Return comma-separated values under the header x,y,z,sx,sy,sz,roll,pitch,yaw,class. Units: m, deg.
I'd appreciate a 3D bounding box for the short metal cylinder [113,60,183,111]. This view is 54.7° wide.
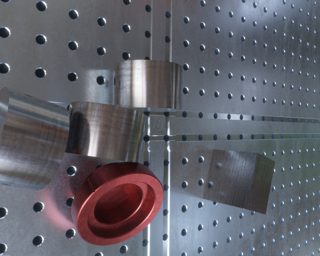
x,y,z,sx,sy,sz,roll,pitch,yaw,class
-0.014,-0.046,0.362,0.081,0.080,0.050,1,90,-40,short metal cylinder

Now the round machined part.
x,y,z,sx,sy,sz,roll,pitch,yaw,class
-0.049,0.077,0.340,0.099,0.042,0.097,-17,127,-24,round machined part

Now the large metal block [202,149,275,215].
x,y,z,sx,sy,sz,roll,pitch,yaw,class
0.120,0.080,0.474,0.050,0.080,0.080,24,75,-38,large metal block

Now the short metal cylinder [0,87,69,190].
x,y,z,sx,sy,sz,roll,pitch,yaw,class
-0.122,0.011,0.271,0.050,0.080,0.080,21,77,-38,short metal cylinder

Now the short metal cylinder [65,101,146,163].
x,y,z,sx,sy,sz,roll,pitch,yaw,class
-0.058,0.006,0.325,0.081,0.080,0.050,14,81,-39,short metal cylinder
